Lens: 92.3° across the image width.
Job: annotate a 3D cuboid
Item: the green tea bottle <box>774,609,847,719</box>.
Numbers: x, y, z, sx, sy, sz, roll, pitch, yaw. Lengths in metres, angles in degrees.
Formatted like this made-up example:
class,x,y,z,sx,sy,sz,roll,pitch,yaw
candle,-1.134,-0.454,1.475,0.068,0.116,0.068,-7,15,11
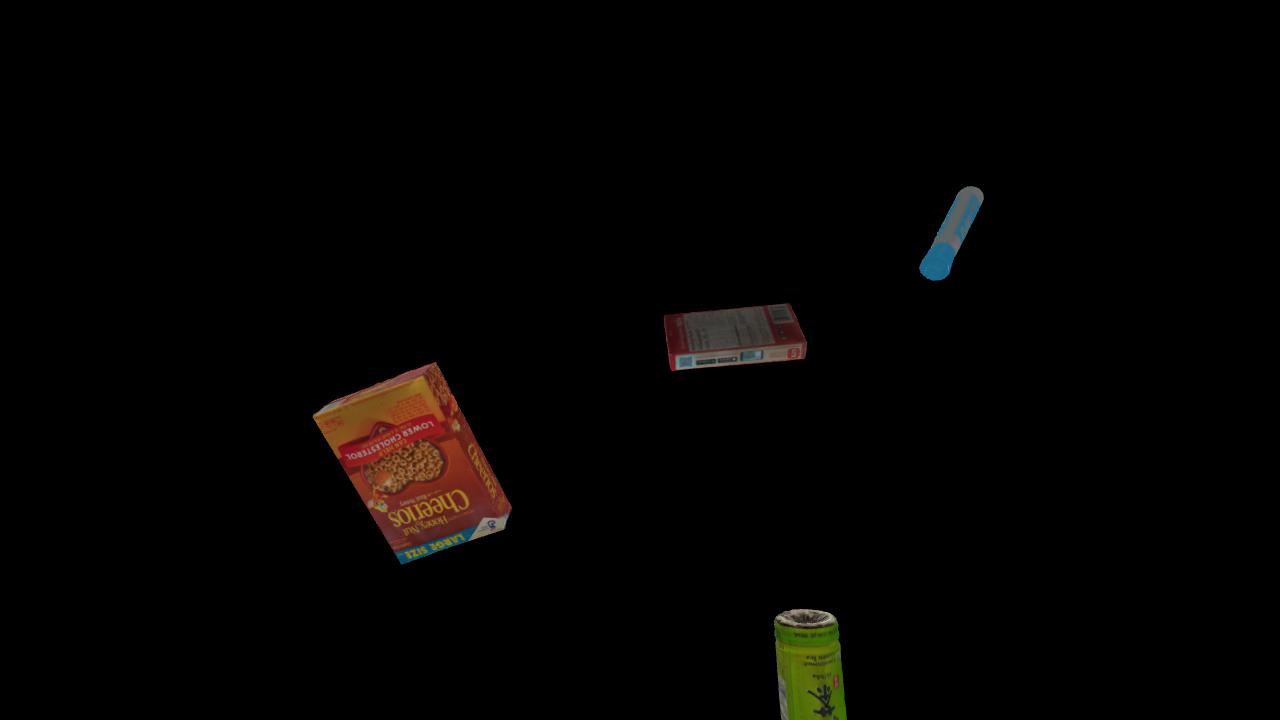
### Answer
class,x,y,z,sx,sy,sz,roll,pitch,yaw
green tea bottle,0.188,0.387,0.668,0.073,0.212,0.073,-2,-6,0

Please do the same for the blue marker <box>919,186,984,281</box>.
class,x,y,z,sx,sy,sz,roll,pitch,yaw
blue marker,0.222,-0.091,0.436,0.020,0.020,0.121,0,35,41

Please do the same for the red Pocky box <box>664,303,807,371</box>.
class,x,y,z,sx,sy,sz,roll,pitch,yaw
red Pocky box,0.107,-0.028,0.718,0.155,0.028,0.083,-5,39,1

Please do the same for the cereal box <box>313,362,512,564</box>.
class,x,y,z,sx,sy,sz,roll,pitch,yaw
cereal box,-0.374,0.179,1.038,0.203,0.306,0.081,-19,17,7
